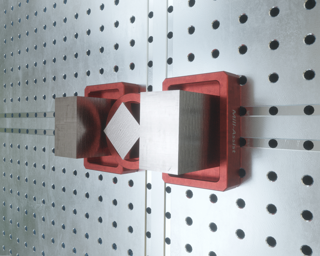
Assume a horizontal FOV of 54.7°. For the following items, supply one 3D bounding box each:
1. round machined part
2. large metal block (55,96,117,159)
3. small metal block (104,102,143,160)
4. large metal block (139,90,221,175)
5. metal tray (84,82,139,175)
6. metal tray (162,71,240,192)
[{"bbox_3d":[-0.023,0.004,0.406,0.098,0.042,0.097,0,90,40],"label":"round machined part"},{"bbox_3d":[-0.099,-0.001,0.438,0.050,0.081,0.080,1,91,40],"label":"large metal block"},{"bbox_3d":[-0.038,0.003,0.388,0.050,0.025,0.050,52,120,27],"label":"small metal block"},{"bbox_3d":[0.024,0.003,0.336,0.050,0.081,0.079,2,91,40],"label":"large metal block"},{"bbox_3d":[-0.075,0.000,0.467,0.090,0.030,0.129,1,90,40],"label":"metal tray"},{"bbox_3d":[0.046,0.003,0.367,0.090,0.030,0.129,0,90,40],"label":"metal tray"}]
